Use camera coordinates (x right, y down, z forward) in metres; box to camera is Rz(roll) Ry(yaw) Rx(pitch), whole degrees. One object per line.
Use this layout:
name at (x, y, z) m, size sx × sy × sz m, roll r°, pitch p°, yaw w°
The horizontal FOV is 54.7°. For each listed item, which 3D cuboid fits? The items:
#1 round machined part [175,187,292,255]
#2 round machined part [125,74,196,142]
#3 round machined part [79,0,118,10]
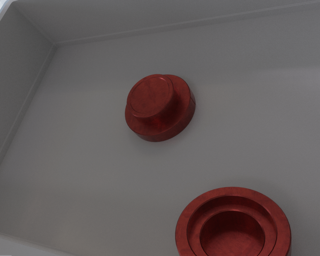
round machined part at (0.066, 0.104, 0.281) m, size 0.098 × 0.042 × 0.098 m, roll -11°, pitch 35°, yaw 8°
round machined part at (-0.005, -0.034, 0.418) m, size 0.098 × 0.042 × 0.098 m, roll -13°, pitch 56°, yaw 21°
round machined part at (-0.119, -0.281, 0.632) m, size 0.098 × 0.042 × 0.098 m, roll -13°, pitch 56°, yaw 21°
